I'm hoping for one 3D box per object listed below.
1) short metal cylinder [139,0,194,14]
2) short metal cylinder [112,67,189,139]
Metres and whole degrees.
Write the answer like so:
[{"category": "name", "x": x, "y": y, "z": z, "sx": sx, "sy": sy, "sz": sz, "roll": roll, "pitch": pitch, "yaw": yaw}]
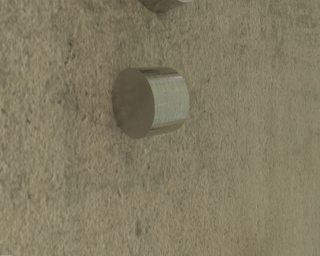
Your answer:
[{"category": "short metal cylinder", "x": 0.009, "y": -0.195, "z": 0.397, "sx": 0.081, "sy": 0.050, "sz": 0.079, "roll": 0, "pitch": 90, "yaw": -40}, {"category": "short metal cylinder", "x": -0.012, "y": -0.030, "z": 0.360, "sx": 0.050, "sy": 0.080, "sz": 0.079, "roll": -11, "pitch": 97, "yaw": -40}]
